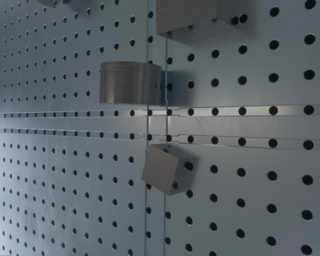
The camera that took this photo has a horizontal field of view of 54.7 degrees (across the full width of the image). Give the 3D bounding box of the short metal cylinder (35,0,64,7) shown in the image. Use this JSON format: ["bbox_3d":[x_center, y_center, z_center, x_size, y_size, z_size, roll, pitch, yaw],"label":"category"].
[{"bbox_3d":[-0.192,-0.258,0.532,0.050,0.081,0.080,-31,71,36],"label":"short metal cylinder"}]

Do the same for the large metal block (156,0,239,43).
[{"bbox_3d":[0.042,-0.150,0.358,0.080,0.050,0.080,-1,89,40],"label":"large metal block"}]

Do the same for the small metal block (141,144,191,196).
[{"bbox_3d":[0.007,0.053,0.404,0.050,0.025,0.050,23,105,37],"label":"small metal block"}]

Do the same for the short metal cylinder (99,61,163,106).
[{"bbox_3d":[-0.038,-0.055,0.405,0.080,0.081,0.050,5,93,40],"label":"short metal cylinder"}]
